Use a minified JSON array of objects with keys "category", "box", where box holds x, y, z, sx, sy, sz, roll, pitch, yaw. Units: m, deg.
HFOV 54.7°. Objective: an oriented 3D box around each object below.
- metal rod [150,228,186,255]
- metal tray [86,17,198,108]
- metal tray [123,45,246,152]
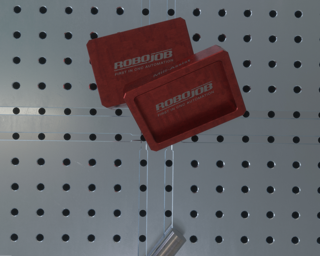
[{"category":"metal rod","box":[-0.068,0.259,0.412,0.025,0.025,0.300,39,90,0]},{"category":"metal tray","box":[-0.021,-0.084,0.410,0.131,0.030,0.090,-14,90,0]},{"category":"metal tray","box":[0.031,-0.035,0.386,0.130,0.030,0.090,-23,118,4]}]
